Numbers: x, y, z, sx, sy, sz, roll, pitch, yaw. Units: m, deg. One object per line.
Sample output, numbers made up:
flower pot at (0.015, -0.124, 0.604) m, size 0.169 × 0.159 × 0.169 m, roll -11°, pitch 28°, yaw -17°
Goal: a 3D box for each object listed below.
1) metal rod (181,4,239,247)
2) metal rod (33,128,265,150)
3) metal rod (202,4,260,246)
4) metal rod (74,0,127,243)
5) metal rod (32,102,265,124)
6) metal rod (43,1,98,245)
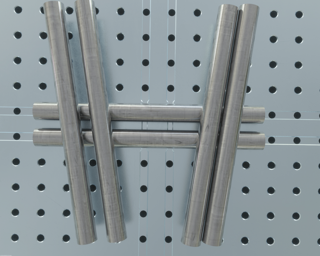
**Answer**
metal rod at (0.062, -0.003, 0.389) m, size 0.025 × 0.025 × 0.298 m, roll 9°, pitch 90°, yaw 0°
metal rod at (-0.014, 0.015, 0.414) m, size 0.302 × 0.025 × 0.025 m, roll 1°, pitch 90°, yaw 0°
metal rod at (0.089, -0.004, 0.390) m, size 0.025 × 0.025 × 0.298 m, roll 9°, pitch 90°, yaw 0°
metal rod at (-0.074, -0.009, 0.389) m, size 0.025 × 0.025 × 0.298 m, roll -8°, pitch 90°, yaw 0°
metal rod at (-0.014, -0.020, 0.414) m, size 0.302 × 0.025 × 0.025 m, roll 1°, pitch 90°, yaw 0°
metal rod at (-0.112, -0.006, 0.388) m, size 0.025 × 0.025 × 0.298 m, roll -8°, pitch 90°, yaw 0°
